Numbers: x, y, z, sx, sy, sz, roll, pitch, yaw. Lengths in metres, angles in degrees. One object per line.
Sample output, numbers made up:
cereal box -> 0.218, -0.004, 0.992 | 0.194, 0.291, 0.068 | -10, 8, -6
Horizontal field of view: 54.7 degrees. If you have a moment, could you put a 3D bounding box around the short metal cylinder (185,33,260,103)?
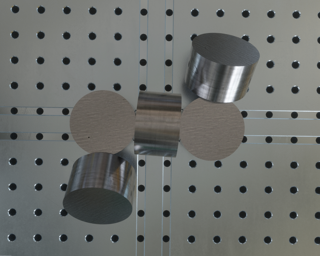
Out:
short metal cylinder -> 0.074, -0.075, 0.380 | 0.081, 0.080, 0.050 | 9, 132, -1

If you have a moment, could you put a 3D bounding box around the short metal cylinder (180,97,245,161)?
short metal cylinder -> 0.063, 0.000, 0.401 | 0.081, 0.050, 0.079 | 0, 90, -1

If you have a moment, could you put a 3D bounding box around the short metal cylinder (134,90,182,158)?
short metal cylinder -> -0.003, -0.005, 0.386 | 0.050, 0.080, 0.079 | 5, 90, 0

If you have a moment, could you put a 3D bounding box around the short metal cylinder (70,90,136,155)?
short metal cylinder -> -0.069, -0.006, 0.399 | 0.081, 0.050, 0.079 | 0, 90, -1

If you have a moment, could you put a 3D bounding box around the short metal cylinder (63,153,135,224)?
short metal cylinder -> -0.072, 0.075, 0.379 | 0.081, 0.050, 0.079 | 0, 134, 1
